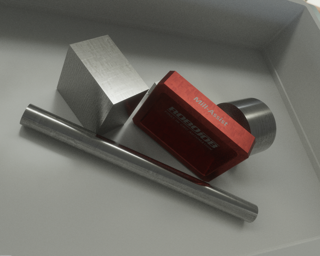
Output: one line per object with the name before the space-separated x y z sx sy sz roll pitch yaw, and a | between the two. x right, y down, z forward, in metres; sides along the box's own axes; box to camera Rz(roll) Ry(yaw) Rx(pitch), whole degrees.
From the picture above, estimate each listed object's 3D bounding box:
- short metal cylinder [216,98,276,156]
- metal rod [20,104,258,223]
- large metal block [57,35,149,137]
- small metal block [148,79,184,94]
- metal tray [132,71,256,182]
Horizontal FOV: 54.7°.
short metal cylinder | 0.111 0.001 0.430 0.050 0.080 0.080 -13 69 -33
metal rod | -0.013 0.048 0.369 0.301 0.025 0.025 26 53 -13
large metal block | -0.070 -0.046 0.360 0.050 0.080 0.080 -30 79 -38
small metal block | 0.019 -0.044 0.441 0.050 0.025 0.050 -22 74 -36
metal tray | 0.038 0.002 0.382 0.130 0.090 0.030 40 50 -2
